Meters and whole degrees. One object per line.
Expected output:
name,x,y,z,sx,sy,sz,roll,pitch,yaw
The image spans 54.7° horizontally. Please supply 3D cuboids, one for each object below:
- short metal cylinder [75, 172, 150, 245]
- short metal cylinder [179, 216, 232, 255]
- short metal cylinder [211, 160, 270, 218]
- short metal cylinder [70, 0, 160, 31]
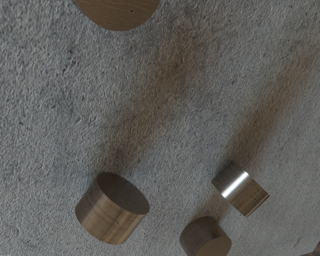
short metal cylinder,-0.061,0.102,0.401,0.080,0.080,0.050,28,103,-38
short metal cylinder,0.083,0.209,0.565,0.081,0.050,0.079,-14,124,-21
short metal cylinder,0.130,0.098,0.502,0.050,0.080,0.080,-46,129,3
short metal cylinder,-0.044,-0.135,0.283,0.081,0.050,0.079,-14,124,-21
